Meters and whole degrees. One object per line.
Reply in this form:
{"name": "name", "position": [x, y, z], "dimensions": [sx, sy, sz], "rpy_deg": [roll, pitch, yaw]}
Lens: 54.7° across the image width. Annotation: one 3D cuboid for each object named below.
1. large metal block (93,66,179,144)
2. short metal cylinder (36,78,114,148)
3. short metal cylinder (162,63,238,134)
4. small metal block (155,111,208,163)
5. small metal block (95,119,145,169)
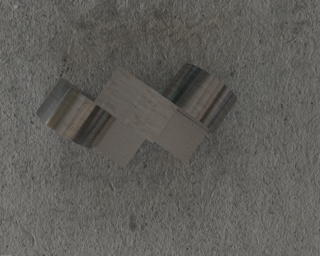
{"name": "large metal block", "position": [-0.027, -0.026, 0.384], "dimensions": [0.080, 0.080, 0.050], "rpy_deg": [35, 90, -1]}
{"name": "short metal cylinder", "position": [-0.102, -0.018, 0.383], "dimensions": [0.080, 0.080, 0.050], "rpy_deg": [35, 90, 0]}
{"name": "short metal cylinder", "position": [0.048, -0.036, 0.384], "dimensions": [0.080, 0.080, 0.050], "rpy_deg": [35, 90, 0]}
{"name": "small metal block", "position": [0.027, 0.011, 0.412], "dimensions": [0.050, 0.025, 0.050], "rpy_deg": [35, 90, 0]}
{"name": "small metal block", "position": [-0.052, 0.017, 0.411], "dimensions": [0.050, 0.025, 0.050], "rpy_deg": [35, 90, 0]}
